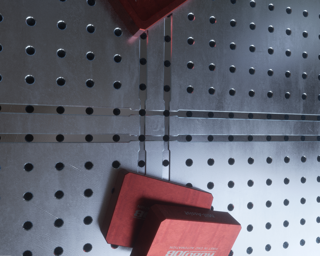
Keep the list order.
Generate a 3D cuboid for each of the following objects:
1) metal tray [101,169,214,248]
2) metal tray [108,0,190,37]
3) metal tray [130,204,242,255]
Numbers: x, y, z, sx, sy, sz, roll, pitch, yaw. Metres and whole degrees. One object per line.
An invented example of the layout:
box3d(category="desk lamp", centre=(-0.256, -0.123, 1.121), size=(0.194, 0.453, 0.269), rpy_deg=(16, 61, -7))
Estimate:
box3d(category="metal tray", centre=(-0.001, 0.114, 0.411), size=(0.131, 0.030, 0.090), rpy_deg=(18, 84, -20))
box3d(category="metal tray", centre=(-0.006, -0.194, 0.408), size=(0.130, 0.030, 0.090), rpy_deg=(-40, 103, -16))
box3d(category="metal tray", centre=(0.034, 0.150, 0.397), size=(0.131, 0.030, 0.089), rpy_deg=(15, 103, -31))
